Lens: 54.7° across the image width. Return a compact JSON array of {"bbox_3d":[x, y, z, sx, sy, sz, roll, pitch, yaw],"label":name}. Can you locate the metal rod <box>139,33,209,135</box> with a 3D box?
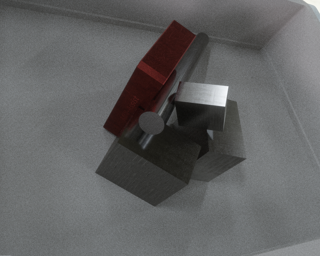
[{"bbox_3d":[0.032,-0.079,0.413,0.025,0.025,0.301,36,34,-5],"label":"metal rod"}]

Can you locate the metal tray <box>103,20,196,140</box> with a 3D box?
[{"bbox_3d":[-0.015,-0.051,0.360,0.030,0.129,0.090,35,52,-5],"label":"metal tray"}]

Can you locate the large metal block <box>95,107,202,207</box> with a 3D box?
[{"bbox_3d":[-0.015,0.035,0.342,0.080,0.080,0.050,32,52,-8],"label":"large metal block"}]

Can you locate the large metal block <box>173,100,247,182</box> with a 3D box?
[{"bbox_3d":[0.058,0.014,0.394,0.050,0.080,0.080,13,56,-22],"label":"large metal block"}]

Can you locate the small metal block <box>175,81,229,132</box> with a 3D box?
[{"bbox_3d":[0.045,-0.022,0.332,0.050,0.050,0.025,8,61,13],"label":"small metal block"}]
